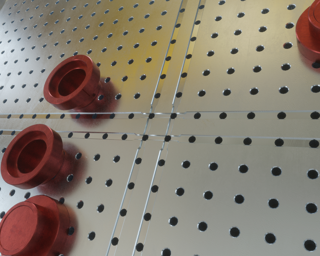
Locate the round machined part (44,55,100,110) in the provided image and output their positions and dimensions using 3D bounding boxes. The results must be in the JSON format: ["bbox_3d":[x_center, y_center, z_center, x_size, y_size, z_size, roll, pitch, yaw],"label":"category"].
[{"bbox_3d":[-0.140,-0.070,0.516,0.098,0.042,0.098,-13,56,21],"label":"round machined part"}]

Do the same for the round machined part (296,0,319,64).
[{"bbox_3d":[0.212,-0.125,0.363,0.098,0.042,0.098,-13,56,21],"label":"round machined part"}]

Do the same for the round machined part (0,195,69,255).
[{"bbox_3d":[-0.172,0.135,0.406,0.098,0.042,0.098,-13,56,21],"label":"round machined part"}]

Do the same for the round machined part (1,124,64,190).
[{"bbox_3d":[-0.186,0.046,0.468,0.098,0.042,0.098,-13,56,21],"label":"round machined part"}]
